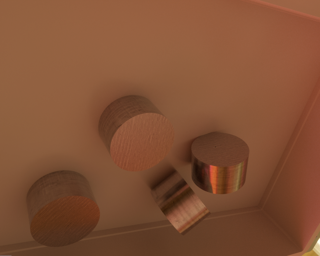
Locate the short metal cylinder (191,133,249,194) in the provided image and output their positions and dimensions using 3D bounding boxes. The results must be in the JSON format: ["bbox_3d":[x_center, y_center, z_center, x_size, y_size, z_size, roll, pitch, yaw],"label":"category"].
[{"bbox_3d":[0.086,0.049,0.450,0.081,0.080,0.050,-16,125,-19],"label":"short metal cylinder"}]

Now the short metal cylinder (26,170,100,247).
[{"bbox_3d":[-0.122,0.100,0.388,0.081,0.050,0.079,-14,124,-21],"label":"short metal cylinder"}]

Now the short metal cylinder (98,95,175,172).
[{"bbox_3d":[-0.029,0.006,0.380,0.081,0.050,0.079,-14,124,-21],"label":"short metal cylinder"}]

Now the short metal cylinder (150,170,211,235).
[{"bbox_3d":[0.030,0.109,0.457,0.050,0.080,0.080,-38,129,-3],"label":"short metal cylinder"}]
